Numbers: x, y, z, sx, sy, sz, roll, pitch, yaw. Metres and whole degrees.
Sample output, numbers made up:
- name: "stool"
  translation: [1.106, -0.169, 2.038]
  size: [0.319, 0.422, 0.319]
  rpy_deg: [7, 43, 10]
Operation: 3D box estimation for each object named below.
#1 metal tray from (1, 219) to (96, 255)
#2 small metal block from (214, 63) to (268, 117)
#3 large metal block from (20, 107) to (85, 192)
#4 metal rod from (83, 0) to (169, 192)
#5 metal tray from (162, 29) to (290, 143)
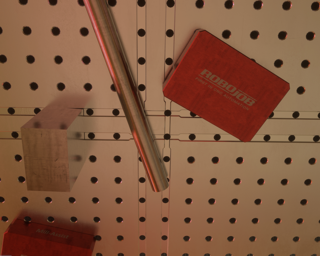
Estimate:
- name: "metal tray"
  translation: [-0.174, 0.200, 0.482]
  size: [0.131, 0.030, 0.089]
  rpy_deg: [15, 109, -6]
- name: "small metal block"
  translation: [0.102, -0.050, 0.397]
  size: [0.050, 0.025, 0.050]
  rpy_deg: [35, 106, -13]
- name: "large metal block"
  translation: [-0.130, 0.024, 0.391]
  size: [0.050, 0.080, 0.079]
  rpy_deg: [3, 110, -1]
- name: "metal rod"
  translation: [-0.043, -0.049, 0.394]
  size: [0.025, 0.025, 0.298]
  rpy_deg: [-16, 110, 5]
- name: "metal tray"
  translation: [0.080, -0.051, 0.386]
  size: [0.131, 0.030, 0.090]
  rpy_deg: [29, 107, -10]
